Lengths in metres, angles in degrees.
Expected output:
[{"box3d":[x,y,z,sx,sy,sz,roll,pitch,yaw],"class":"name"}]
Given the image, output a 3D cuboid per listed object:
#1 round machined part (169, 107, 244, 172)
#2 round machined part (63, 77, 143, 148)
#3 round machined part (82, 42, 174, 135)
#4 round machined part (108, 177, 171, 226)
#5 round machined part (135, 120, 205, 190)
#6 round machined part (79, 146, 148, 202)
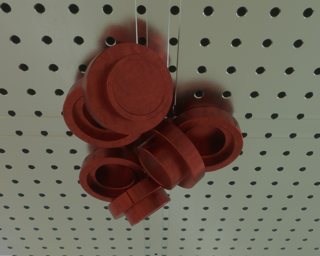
[{"box3d":[0.056,0.011,0.409,0.099,0.042,0.097,0,130,0],"class":"round machined part"},{"box3d":[-0.063,-0.025,0.377,0.099,0.042,0.097,0,130,0],"class":"round machined part"},{"box3d":[-0.028,-0.041,0.329,0.099,0.042,0.097,-1,93,-26],"class":"round machined part"},{"box3d":[-0.023,0.107,0.453,0.098,0.042,0.098,-32,166,-9],"class":"round machined part"},{"box3d":[0.007,0.040,0.394,0.042,0.098,0.098,-38,133,-23],"class":"round machined part"},{"box3d":[-0.064,0.063,0.452,0.099,0.042,0.097,0,130,0],"class":"round machined part"}]
